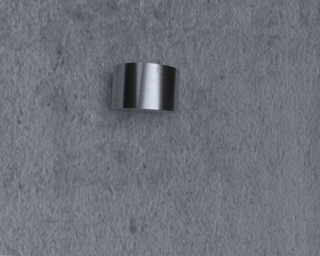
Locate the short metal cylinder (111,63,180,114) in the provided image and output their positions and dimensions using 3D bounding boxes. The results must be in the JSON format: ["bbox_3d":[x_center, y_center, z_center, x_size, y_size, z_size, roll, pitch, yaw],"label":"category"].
[{"bbox_3d":[-0.017,-0.045,0.374,0.081,0.080,0.050,3,89,-20],"label":"short metal cylinder"}]
